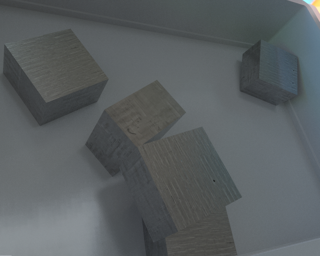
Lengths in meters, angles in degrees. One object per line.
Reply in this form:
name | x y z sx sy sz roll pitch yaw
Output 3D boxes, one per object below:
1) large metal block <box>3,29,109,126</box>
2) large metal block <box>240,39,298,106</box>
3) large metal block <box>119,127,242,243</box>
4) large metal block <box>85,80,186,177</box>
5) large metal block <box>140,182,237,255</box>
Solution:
large metal block | -0.122 -0.061 0.362 0.081 0.050 0.080 -30 79 -38
large metal block | 0.192 -0.096 0.545 0.081 0.050 0.080 18 66 -18
large metal block | 0.019 0.053 0.305 0.081 0.050 0.080 -16 70 -35
large metal block | -0.029 0.001 0.355 0.050 0.080 0.081 49 51 6
large metal block | 0.028 0.106 0.342 0.081 0.050 0.080 5 60 -26
